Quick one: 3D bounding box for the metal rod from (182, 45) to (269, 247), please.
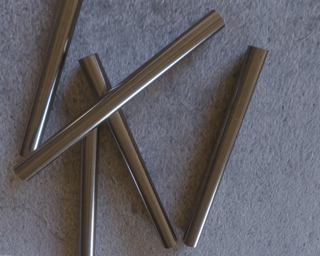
[{"bbox_3d":[0.083,0.038,0.425,0.025,0.025,0.298,13,109,-5],"label":"metal rod"}]

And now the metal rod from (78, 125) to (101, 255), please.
[{"bbox_3d":[-0.106,0.128,0.455,0.025,0.025,0.298,6,110,-3],"label":"metal rod"}]

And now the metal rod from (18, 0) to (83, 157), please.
[{"bbox_3d":[-0.123,-0.095,0.372,0.025,0.025,0.298,20,109,-8],"label":"metal rod"}]

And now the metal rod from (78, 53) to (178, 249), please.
[{"bbox_3d":[-0.036,0.044,0.425,0.025,0.025,0.298,-19,109,6],"label":"metal rod"}]

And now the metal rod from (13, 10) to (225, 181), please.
[{"bbox_3d":[-0.050,-0.037,0.370,0.300,0.025,0.025,-38,106,3],"label":"metal rod"}]
